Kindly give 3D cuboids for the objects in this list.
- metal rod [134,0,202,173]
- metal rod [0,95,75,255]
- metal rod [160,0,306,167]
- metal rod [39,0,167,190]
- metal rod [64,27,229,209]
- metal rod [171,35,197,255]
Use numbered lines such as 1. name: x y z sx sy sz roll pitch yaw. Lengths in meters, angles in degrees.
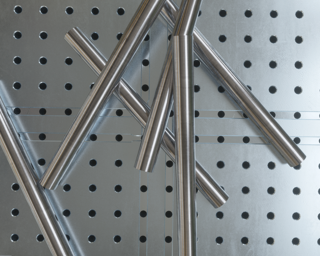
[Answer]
1. metal rod: 0.021 -0.092 0.387 0.025 0.025 0.299 16 90 0
2. metal rod: -0.173 0.074 0.412 0.025 0.025 0.299 -25 90 0
3. metal rod: 0.087 -0.070 0.413 0.025 0.025 0.300 -41 90 0
4. metal rod: -0.070 -0.050 0.389 0.025 0.025 0.299 32 99 0
5. metal rod: -0.017 -0.013 0.413 0.025 0.025 0.300 -42 90 0
6. metal rod: 0.032 0.041 0.386 0.025 0.025 0.298 -2 101 0
